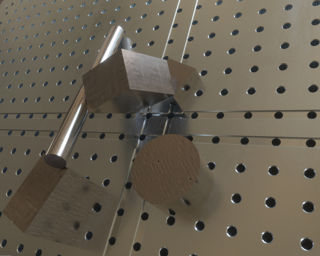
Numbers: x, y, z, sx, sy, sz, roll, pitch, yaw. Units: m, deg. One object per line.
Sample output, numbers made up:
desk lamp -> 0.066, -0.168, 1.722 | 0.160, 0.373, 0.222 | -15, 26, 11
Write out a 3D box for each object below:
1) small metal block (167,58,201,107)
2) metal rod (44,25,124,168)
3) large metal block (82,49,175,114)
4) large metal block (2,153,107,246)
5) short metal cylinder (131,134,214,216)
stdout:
small metal block -> 0.020, -0.065, 0.436 | 0.050, 0.025, 0.050 | 30, 78, 37
metal rod -> -0.096, -0.067, 0.447 | 0.025, 0.025, 0.300 | -12, 41, 21
large metal block -> -0.041, -0.056, 0.405 | 0.080, 0.081, 0.050 | -22, 76, 39
large metal block -> -0.126, 0.090, 0.382 | 0.050, 0.080, 0.080 | 21, 73, 35
short metal cylinder -> 0.015, 0.054, 0.351 | 0.080, 0.050, 0.080 | -13, 56, 20
